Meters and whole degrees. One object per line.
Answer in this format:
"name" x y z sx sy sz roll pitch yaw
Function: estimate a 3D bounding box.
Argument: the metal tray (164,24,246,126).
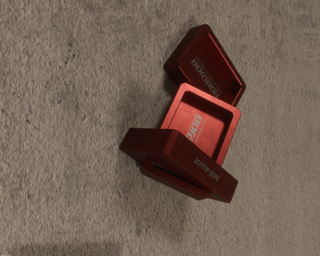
"metal tray" 0.072 -0.075 0.464 0.130 0.030 0.090 48 61 -29

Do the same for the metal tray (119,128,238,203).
"metal tray" 0.024 0.047 0.384 0.130 0.090 0.030 39 67 -34

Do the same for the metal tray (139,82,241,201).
"metal tray" 0.041 0.016 0.402 0.090 0.030 0.130 26 70 -3
